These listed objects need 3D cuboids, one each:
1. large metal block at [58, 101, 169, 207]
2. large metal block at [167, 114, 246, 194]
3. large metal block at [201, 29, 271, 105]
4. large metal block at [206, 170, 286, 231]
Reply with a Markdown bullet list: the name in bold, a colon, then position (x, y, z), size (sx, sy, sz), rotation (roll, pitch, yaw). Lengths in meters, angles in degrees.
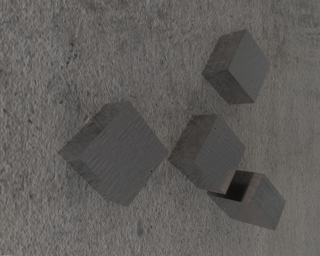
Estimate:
- **large metal block**: position (-0.049, 0.028, 0.347), size (0.080, 0.050, 0.080), rotation (-51, 120, -27)
- **large metal block**: position (0.070, 0.037, 0.447), size (0.080, 0.050, 0.080), rotation (45, 63, -31)
- **large metal block**: position (0.122, -0.094, 0.491), size (0.080, 0.050, 0.080), rotation (41, 65, -32)
- **large metal block**: position (0.134, 0.109, 0.481), size (0.080, 0.080, 0.050), rotation (46, 62, -30)
